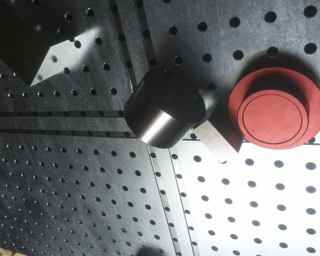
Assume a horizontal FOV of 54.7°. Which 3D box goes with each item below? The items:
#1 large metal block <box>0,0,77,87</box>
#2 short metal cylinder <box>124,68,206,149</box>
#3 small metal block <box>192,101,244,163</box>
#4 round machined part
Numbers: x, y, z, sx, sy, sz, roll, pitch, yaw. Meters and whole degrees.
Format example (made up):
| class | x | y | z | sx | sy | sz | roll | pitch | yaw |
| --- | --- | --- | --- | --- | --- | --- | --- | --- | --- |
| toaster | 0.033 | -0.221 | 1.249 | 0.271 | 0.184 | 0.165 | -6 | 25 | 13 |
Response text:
| class | x | y | z | sx | sy | sz | roll | pitch | yaw |
| --- | --- | --- | --- | --- | --- | --- | --- | --- | --- |
| large metal block | -0.172 | -0.116 | 0.411 | 0.080 | 0.050 | 0.080 | 45 | 129 | -3 |
| short metal cylinder | 0.005 | -0.023 | 0.358 | 0.080 | 0.080 | 0.050 | 41 | 129 | 0 |
| small metal block | 0.070 | 0.004 | 0.360 | 0.050 | 0.050 | 0.025 | 47 | 129 | -5 |
| round machined part | 0.120 | -0.018 | 0.326 | 0.098 | 0.042 | 0.097 | 13 | 124 | 20 |
